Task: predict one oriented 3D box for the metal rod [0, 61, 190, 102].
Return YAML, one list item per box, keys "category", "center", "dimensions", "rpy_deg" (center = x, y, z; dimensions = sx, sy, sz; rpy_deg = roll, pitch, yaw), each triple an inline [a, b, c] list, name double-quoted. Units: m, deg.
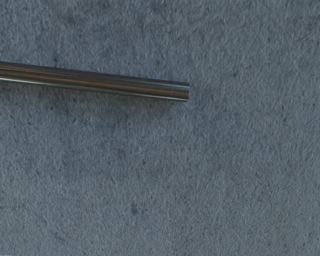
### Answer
- category: "metal rod"
  center: [-0.114, -0.061, 0.385]
  dimensions: [0.302, 0.025, 0.025]
  rpy_deg: [6, 110, -3]
